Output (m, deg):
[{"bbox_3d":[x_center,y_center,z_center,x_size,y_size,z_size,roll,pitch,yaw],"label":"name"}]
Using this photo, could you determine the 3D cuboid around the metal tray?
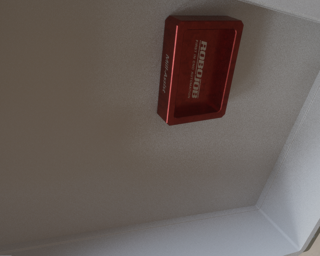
[{"bbox_3d":[0.048,-0.071,0.389,0.091,0.030,0.129,-9,123,-24],"label":"metal tray"}]
